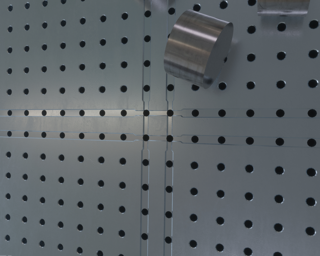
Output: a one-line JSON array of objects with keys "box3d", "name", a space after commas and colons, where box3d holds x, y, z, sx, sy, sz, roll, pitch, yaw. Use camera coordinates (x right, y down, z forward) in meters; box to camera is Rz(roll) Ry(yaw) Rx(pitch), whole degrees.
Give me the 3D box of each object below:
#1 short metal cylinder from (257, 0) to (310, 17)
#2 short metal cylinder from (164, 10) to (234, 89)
[{"box3d": [0.137, -0.163, 0.335, 0.050, 0.080, 0.079, 8, 93, 20], "name": "short metal cylinder"}, {"box3d": [0.046, -0.092, 0.367, 0.050, 0.080, 0.080, 25, 98, 18], "name": "short metal cylinder"}]
